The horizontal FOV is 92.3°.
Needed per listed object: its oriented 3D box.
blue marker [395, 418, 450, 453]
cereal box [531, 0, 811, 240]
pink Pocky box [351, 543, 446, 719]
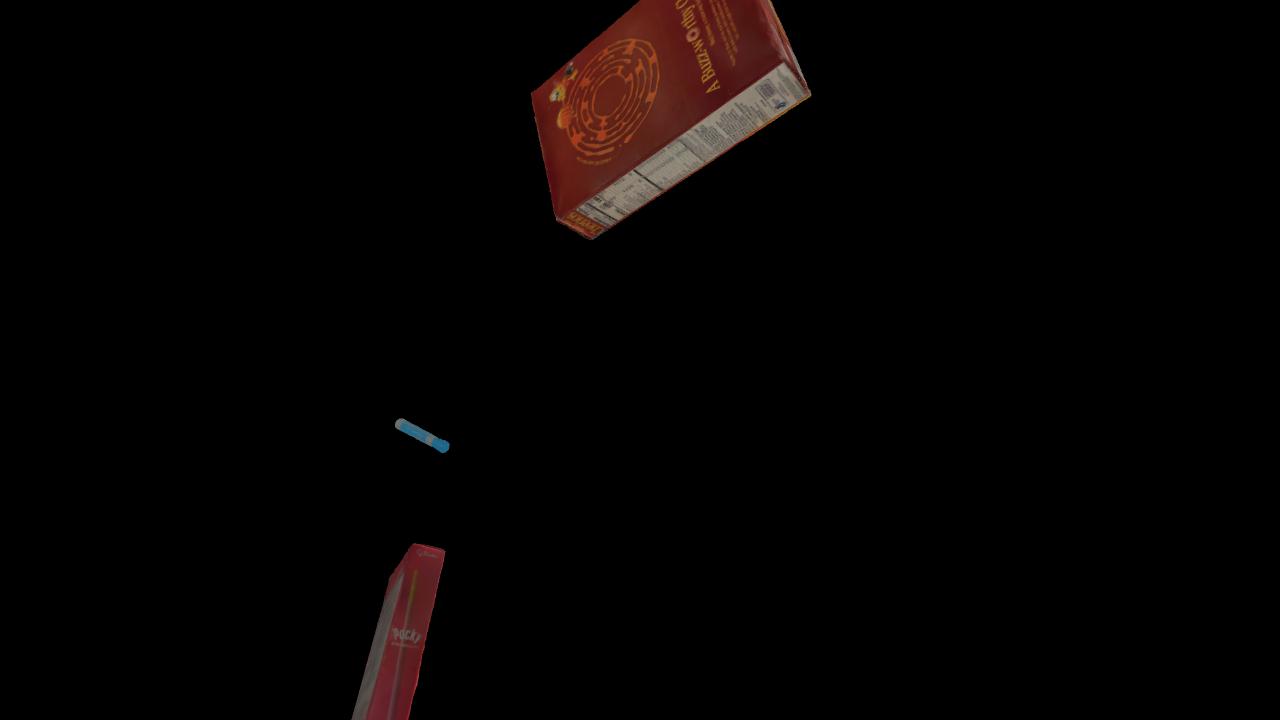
[{"bbox_3d":[-0.343,0.120,0.970,0.121,0.020,0.020,18,10,32],"label":"blue marker"},{"bbox_3d":[0.016,-0.301,0.702,0.306,0.203,0.081,-27,-26,30],"label":"cereal box"},{"bbox_3d":[-0.182,0.223,0.451,0.029,0.155,0.084,20,-43,-21],"label":"pink Pocky box"}]
